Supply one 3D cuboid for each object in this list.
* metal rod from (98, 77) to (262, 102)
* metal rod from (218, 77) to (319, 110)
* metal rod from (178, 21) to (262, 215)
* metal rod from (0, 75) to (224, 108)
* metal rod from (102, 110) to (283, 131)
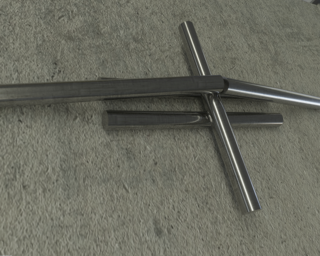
[{"bbox_3d":[0.054,-0.055,0.469,0.303,0.025,0.025,-1,62,-29],"label":"metal rod"},{"bbox_3d":[0.202,-0.053,0.517,0.302,0.025,0.025,2,60,-39],"label":"metal rod"},{"bbox_3d":[0.076,-0.030,0.435,0.025,0.025,0.299,0,62,-29],"label":"metal rod"},{"bbox_3d":[-0.060,-0.046,0.370,0.303,0.025,0.025,-6,65,-21],"label":"metal rod"},{"bbox_3d":[0.065,-0.011,0.449,0.303,0.025,0.025,-1,62,-29],"label":"metal rod"}]
